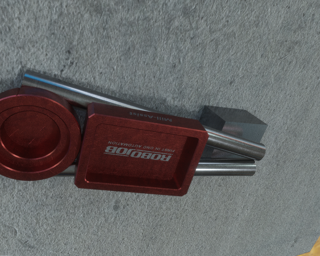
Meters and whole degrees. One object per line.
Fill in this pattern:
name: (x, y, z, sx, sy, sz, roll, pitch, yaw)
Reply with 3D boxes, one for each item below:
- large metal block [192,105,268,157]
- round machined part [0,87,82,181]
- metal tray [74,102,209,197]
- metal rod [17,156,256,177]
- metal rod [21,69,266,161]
large metal block: (0.098, 0.017, 0.456, 0.081, 0.050, 0.079, 4, 117, -31)
round machined part: (-0.133, 0.003, 0.320, 0.099, 0.042, 0.097, -7, 119, -13)
metal tray: (-0.021, 0.028, 0.344, 0.131, 0.030, 0.089, 9, 115, -19)
metal rod: (-0.019, 0.048, 0.387, 0.302, 0.025, 0.025, 2, 118, -16)
metal rod: (-0.001, -0.007, 0.363, 0.302, 0.025, 0.025, 16, 110, -22)
